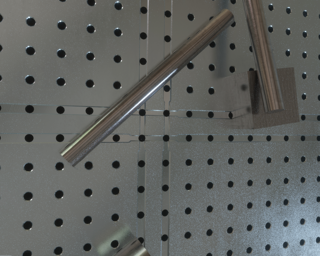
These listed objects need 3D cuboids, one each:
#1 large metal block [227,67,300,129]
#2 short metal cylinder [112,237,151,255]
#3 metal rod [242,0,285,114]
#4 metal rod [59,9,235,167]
[{"bbox_3d":[0.152,-0.043,0.457,0.081,0.050,0.079,-8,93,-20],"label":"large metal block"},{"bbox_3d":[-0.025,0.181,0.375,0.050,0.080,0.080,-36,102,-16],"label":"short metal cylinder"},{"bbox_3d":[0.130,-0.167,0.428,0.025,0.025,0.298,-4,79,-20],"label":"metal rod"},{"bbox_3d":[-0.007,-0.062,0.410,0.301,0.025,0.025,-44,104,-15],"label":"metal rod"}]
